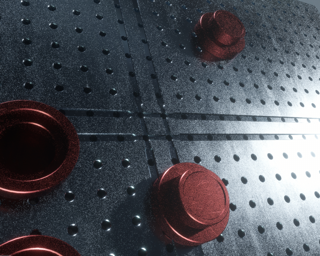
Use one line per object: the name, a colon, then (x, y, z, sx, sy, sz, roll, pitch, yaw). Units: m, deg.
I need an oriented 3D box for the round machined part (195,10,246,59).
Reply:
round machined part: (0.118, -0.178, 0.572, 0.099, 0.042, 0.098, 14, 56, -21)

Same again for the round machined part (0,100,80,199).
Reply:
round machined part: (-0.135, 0.024, 0.311, 0.099, 0.042, 0.098, 14, 56, -21)

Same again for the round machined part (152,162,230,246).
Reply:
round machined part: (0.043, 0.086, 0.370, 0.099, 0.042, 0.098, 14, 56, -21)

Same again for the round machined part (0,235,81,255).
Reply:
round machined part: (-0.108, 0.142, 0.253, 0.099, 0.042, 0.098, 14, 56, -21)
